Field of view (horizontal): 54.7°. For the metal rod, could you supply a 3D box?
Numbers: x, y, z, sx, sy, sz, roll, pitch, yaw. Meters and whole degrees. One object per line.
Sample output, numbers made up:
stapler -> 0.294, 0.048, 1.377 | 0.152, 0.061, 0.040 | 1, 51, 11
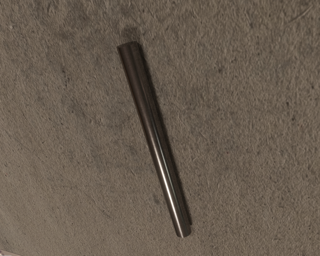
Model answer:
metal rod -> -0.001, 0.032, 0.425 | 0.025, 0.025, 0.298 | -2, 118, 29
